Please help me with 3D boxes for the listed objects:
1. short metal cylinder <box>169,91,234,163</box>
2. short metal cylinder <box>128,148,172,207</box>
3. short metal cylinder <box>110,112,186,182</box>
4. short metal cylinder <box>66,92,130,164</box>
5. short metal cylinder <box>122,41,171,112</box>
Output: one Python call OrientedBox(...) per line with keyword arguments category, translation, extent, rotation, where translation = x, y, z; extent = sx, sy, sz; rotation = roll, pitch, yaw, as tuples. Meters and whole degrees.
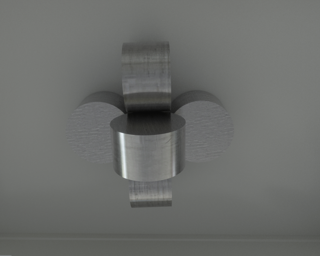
OrientedBox(category="short metal cylinder", translation=(0.049, -0.003, 0.395), extent=(0.081, 0.050, 0.079), rotation=(0, 110, 0))
OrientedBox(category="short metal cylinder", translation=(-0.012, 0.062, 0.403), extent=(0.050, 0.080, 0.079), rotation=(-2, 110, 0))
OrientedBox(category="short metal cylinder", translation=(-0.012, 0.017, 0.339), extent=(0.080, 0.080, 0.050), rotation=(-1, 110, 0))
OrientedBox(category="short metal cylinder", translation=(-0.073, -0.002, 0.395), extent=(0.081, 0.050, 0.079), rotation=(0, 110, 0))
OrientedBox(category="short metal cylinder", translation=(-0.014, -0.059, 0.358), extent=(0.050, 0.080, 0.079), rotation=(-2, 110, 0))
